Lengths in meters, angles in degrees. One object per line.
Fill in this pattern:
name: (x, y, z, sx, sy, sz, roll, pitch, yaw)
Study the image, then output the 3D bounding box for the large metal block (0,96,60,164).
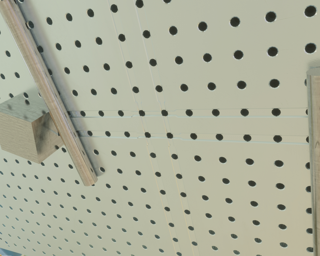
large metal block: (-0.218, 0.002, 0.509, 0.080, 0.050, 0.079, 17, 125, 18)

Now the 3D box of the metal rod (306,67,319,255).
metal rod: (0.189, 0.076, 0.358, 0.025, 0.025, 0.298, -1, 118, 28)

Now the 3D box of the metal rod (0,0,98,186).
metal rod: (-0.162, -0.039, 0.469, 0.025, 0.025, 0.298, -5, 116, 30)
